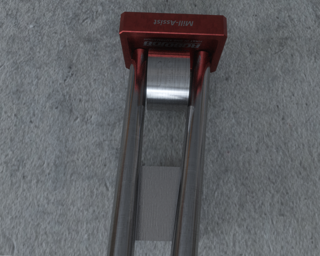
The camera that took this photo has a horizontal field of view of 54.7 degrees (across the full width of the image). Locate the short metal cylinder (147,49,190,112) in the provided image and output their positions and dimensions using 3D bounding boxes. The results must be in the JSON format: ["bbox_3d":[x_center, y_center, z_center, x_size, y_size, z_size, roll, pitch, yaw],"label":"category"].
[{"bbox_3d":[0.010,-0.062,0.403,0.050,0.080,0.080,2,70,0],"label":"short metal cylinder"}]

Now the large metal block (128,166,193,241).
[{"bbox_3d":[0.003,0.089,0.361,0.081,0.050,0.080,2,70,0],"label":"large metal block"}]

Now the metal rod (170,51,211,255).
[{"bbox_3d":[0.039,0.022,0.352,0.025,0.025,0.300,8,55,2],"label":"metal rod"}]

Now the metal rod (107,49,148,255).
[{"bbox_3d":[-0.033,0.019,0.353,0.025,0.025,0.300,2,55,0],"label":"metal rod"}]

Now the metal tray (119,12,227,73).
[{"bbox_3d":[0.016,-0.112,0.416,0.131,0.090,0.030,2,70,0],"label":"metal tray"}]
